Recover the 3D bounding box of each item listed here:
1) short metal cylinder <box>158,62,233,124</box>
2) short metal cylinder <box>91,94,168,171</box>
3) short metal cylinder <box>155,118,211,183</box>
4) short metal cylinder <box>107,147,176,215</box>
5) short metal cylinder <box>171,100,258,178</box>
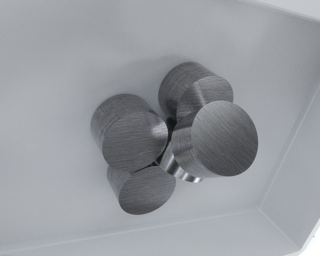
[{"bbox_3d":[0.045,-0.037,0.394,0.081,0.050,0.079,-14,125,-21],"label":"short metal cylinder"},{"bbox_3d":[-0.037,0.005,0.374,0.081,0.050,0.079,-14,125,-21],"label":"short metal cylinder"},{"bbox_3d":[0.034,0.027,0.409,0.081,0.080,0.050,14,111,-34],"label":"short metal cylinder"},{"bbox_3d":[-0.026,0.070,0.421,0.081,0.050,0.079,-14,125,-21],"label":"short metal cylinder"},{"bbox_3d":[0.059,0.015,0.343,0.081,0.050,0.080,5,77,-21],"label":"short metal cylinder"}]
